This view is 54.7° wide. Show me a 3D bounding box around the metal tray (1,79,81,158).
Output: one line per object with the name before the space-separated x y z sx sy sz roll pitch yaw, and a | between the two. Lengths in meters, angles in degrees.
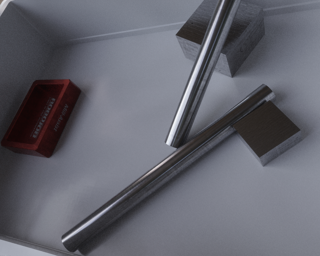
metal tray | -0.196 -0.019 0.514 0.090 0.030 0.130 4 64 29

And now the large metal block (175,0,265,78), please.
large metal block | 0.082 -0.126 0.418 0.080 0.050 0.080 32 79 31

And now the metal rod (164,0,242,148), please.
metal rod | 0.068 -0.116 0.355 0.025 0.025 0.298 30 105 37

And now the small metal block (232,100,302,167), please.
small metal block | 0.117 0.006 0.341 0.050 0.025 0.050 -35 52 4

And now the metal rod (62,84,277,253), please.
metal rod | 0.009 0.049 0.369 0.300 0.025 0.025 -37 51 2
